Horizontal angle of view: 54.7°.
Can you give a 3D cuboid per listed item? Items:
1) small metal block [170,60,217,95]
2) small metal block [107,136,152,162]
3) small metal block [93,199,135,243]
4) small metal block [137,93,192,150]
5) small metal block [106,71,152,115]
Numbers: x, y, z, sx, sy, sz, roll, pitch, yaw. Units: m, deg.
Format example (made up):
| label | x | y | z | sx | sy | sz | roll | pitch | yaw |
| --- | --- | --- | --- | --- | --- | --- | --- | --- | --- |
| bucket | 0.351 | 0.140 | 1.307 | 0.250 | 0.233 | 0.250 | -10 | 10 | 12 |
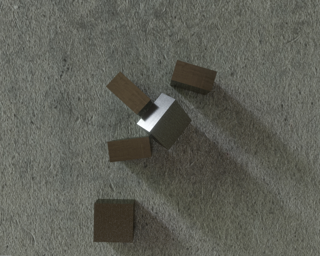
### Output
| label | x | y | z | sx | sy | sz | roll | pitch | yaw |
| --- | --- | --- | --- | --- | --- | --- | --- | --- | --- |
| small metal block | 0.041 | -0.063 | 0.398 | 0.050 | 0.050 | 0.025 | 16 | 90 | 0 |
| small metal block | -0.037 | 0.026 | 0.397 | 0.050 | 0.050 | 0.025 | -7 | 91 | 0 |
| small metal block | -0.060 | 0.122 | 0.409 | 0.050 | 0.025 | 0.050 | 1 | 90 | 0 |
| small metal block | 0.007 | -0.007 | 0.392 | 0.025 | 0.050 | 0.050 | 31 | 80 | 42 |
| small metal block | -0.038 | -0.042 | 0.397 | 0.050 | 0.050 | 0.025 | 42 | 90 | 0 |
